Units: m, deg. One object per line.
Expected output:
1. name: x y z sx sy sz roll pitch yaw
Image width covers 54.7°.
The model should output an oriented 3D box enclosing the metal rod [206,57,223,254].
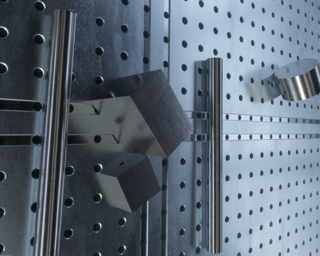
1. metal rod: 0.085 0.042 0.482 0.025 0.025 0.298 0 90 -40

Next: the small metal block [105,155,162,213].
1. small metal block: -0.032 0.068 0.385 0.050 0.025 0.050 -32 110 -36

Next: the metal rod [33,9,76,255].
1. metal rod: -0.110 0.029 0.318 0.025 0.025 0.298 6 87 -40

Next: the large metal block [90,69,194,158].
1. large metal block: -0.021 -0.015 0.357 0.050 0.080 0.080 -46 118 -31

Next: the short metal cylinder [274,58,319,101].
1. short metal cylinder: 0.273 -0.095 0.606 0.080 0.080 0.050 -42 116 -32
